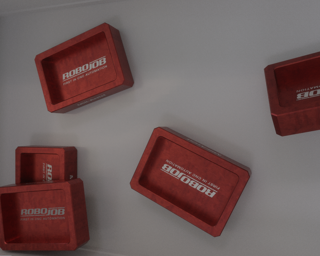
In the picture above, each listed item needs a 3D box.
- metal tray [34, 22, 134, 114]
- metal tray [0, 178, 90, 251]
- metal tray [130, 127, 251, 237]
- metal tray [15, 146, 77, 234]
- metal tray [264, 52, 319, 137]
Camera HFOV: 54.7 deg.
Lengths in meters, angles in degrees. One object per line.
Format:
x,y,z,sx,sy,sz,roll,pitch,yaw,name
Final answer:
-0.111,-0.083,0.446,0.130,0.030,0.090,-18,84,19,metal tray
-0.167,0.121,0.434,0.130,0.030,0.089,-8,87,19,metal tray
0.037,0.064,0.394,0.130,0.030,0.090,27,99,18,metal tray
-0.172,0.093,0.468,0.090,0.030,0.129,0,90,20,metal tray
0.178,-0.044,0.311,0.130,0.090,0.030,-12,129,22,metal tray
